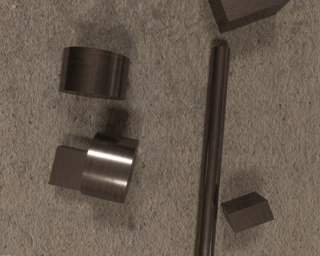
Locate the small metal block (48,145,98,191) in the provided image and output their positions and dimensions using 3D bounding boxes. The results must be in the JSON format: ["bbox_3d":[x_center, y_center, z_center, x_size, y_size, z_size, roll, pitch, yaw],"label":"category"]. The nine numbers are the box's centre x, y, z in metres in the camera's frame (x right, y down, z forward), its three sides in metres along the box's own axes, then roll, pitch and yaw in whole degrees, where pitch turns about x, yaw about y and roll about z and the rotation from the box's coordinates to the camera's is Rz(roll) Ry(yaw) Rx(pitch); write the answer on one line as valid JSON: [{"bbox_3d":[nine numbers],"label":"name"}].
[{"bbox_3d":[-0.113,0.053,0.409,0.050,0.025,0.050,13,90,-1],"label":"small metal block"}]

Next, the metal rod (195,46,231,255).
[{"bbox_3d":[0.069,0.043,0.410,0.025,0.025,0.298,5,90,-1],"label":"metal rod"}]

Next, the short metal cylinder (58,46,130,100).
[{"bbox_3d":[-0.080,-0.064,0.381,0.081,0.080,0.050,7,90,-1],"label":"short metal cylinder"}]

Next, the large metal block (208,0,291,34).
[{"bbox_3d":[0.107,-0.179,0.399,0.080,0.050,0.080,-20,90,-1],"label":"large metal block"}]

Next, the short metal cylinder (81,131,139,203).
[{"bbox_3d":[-0.060,0.048,0.382,0.050,0.080,0.080,13,90,-1],"label":"short metal cylinder"}]

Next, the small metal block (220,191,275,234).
[{"bbox_3d":[0.111,0.107,0.399,0.050,0.050,0.025,-20,90,0],"label":"small metal block"}]
